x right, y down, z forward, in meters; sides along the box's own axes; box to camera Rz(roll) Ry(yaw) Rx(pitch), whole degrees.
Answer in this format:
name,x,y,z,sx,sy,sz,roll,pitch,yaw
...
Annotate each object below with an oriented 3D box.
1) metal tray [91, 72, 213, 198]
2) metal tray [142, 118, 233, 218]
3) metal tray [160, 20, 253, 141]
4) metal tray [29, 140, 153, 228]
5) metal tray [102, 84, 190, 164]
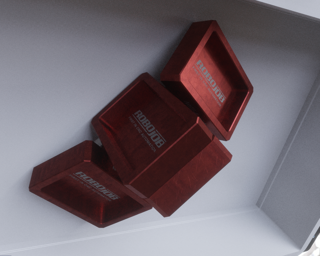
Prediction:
name,x,y,z,sx,sy,sz,roll,pitch,yaw
metal tray,-0.016,0.000,0.329,0.090,0.130,0.030,-42,129,1
metal tray,0.017,0.035,0.355,0.090,0.130,0.030,-42,106,0
metal tray,0.065,-0.054,0.384,0.130,0.030,0.090,46,66,-39
metal tray,-0.080,0.076,0.385,0.090,0.030,0.130,-27,133,19
metal tray,0.000,0.014,0.413,0.130,0.030,0.090,-43,130,1
